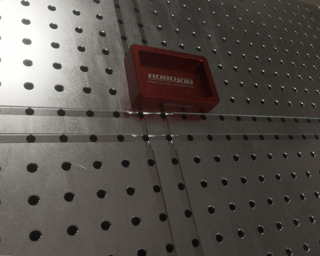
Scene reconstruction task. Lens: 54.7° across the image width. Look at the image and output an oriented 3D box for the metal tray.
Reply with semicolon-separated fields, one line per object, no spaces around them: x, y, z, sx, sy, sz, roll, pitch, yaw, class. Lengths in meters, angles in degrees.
0.018;-0.072;0.459;0.131;0.030;0.090;3;61;-27;metal tray
